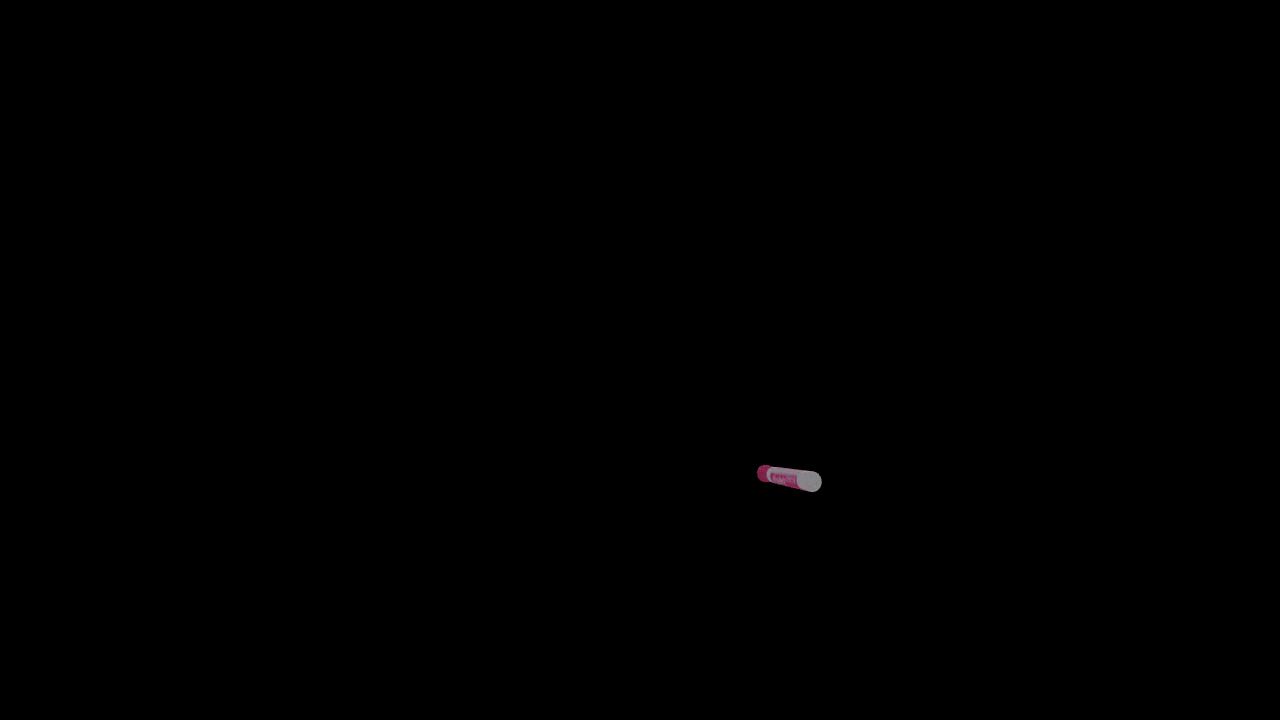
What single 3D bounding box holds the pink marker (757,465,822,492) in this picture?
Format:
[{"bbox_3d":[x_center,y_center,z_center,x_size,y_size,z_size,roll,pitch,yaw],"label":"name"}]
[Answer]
[{"bbox_3d":[0.146,0.117,0.619,0.020,0.020,0.121,0,-6,-10],"label":"pink marker"}]
